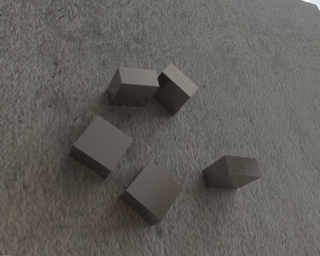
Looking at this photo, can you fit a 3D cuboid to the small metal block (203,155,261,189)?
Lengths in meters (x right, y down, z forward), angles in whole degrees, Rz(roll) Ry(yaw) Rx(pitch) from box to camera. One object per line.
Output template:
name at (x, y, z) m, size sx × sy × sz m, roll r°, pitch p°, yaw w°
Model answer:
small metal block at (0.093, 0.059, 0.404) m, size 0.050 × 0.050 × 0.025 m, roll 8°, pitch 58°, yaw -25°

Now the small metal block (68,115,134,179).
small metal block at (-0.067, 0.022, 0.356) m, size 0.050 × 0.025 × 0.050 m, roll 35°, pitch 51°, yaw -5°

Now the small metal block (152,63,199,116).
small metal block at (0.017, -0.052, 0.431) m, size 0.050 × 0.050 × 0.025 m, roll 42°, pitch 51°, yaw 0°

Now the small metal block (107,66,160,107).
small metal block at (-0.036, -0.052, 0.401) m, size 0.050 × 0.050 × 0.025 m, roll 1°, pitch 62°, yaw -28°

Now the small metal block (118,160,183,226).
small metal block at (-0.010, 0.074, 0.355) m, size 0.050 × 0.025 × 0.050 m, roll 41°, pitch 51°, yaw 0°
